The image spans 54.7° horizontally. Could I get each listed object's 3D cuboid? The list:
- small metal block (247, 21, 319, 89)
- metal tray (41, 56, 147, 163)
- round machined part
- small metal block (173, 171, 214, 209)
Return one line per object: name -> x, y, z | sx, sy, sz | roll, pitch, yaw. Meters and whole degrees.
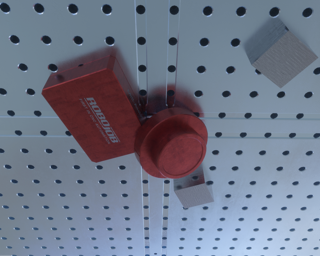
small metal block -> 0.135, -0.080, 0.344 | 0.050, 0.025, 0.050 | 30, 124, -24
metal tray -> -0.073, -0.017, 0.393 | 0.090, 0.030, 0.130 | -16, 129, 13
round machined part -> 0.020, 0.026, 0.398 | 0.099, 0.042, 0.097 | -14, 124, -21
small metal block -> 0.054, 0.100, 0.497 | 0.050, 0.025, 0.050 | -18, 128, 14
